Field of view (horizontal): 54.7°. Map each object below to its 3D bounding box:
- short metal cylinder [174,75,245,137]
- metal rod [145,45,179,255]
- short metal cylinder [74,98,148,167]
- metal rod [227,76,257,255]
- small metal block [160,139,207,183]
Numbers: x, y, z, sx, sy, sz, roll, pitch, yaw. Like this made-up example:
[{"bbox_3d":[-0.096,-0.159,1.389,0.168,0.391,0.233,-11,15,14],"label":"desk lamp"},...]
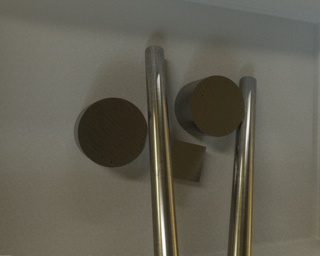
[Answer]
[{"bbox_3d":[0.067,-0.028,0.423,0.081,0.050,0.079,0,90,-20],"label":"short metal cylinder"},{"bbox_3d":[0.001,0.036,0.352,0.025,0.025,0.299,6,65,-20],"label":"metal rod"},{"bbox_3d":[-0.061,0.005,0.376,0.081,0.050,0.079,0,90,-21],"label":"short metal cylinder"},{"bbox_3d":[0.104,0.057,0.387,0.025,0.025,0.300,24,58,-19],"label":"metal rod"},{"bbox_3d":[0.031,0.044,0.423,0.050,0.025,0.050,14,85,-20],"label":"small metal block"}]
